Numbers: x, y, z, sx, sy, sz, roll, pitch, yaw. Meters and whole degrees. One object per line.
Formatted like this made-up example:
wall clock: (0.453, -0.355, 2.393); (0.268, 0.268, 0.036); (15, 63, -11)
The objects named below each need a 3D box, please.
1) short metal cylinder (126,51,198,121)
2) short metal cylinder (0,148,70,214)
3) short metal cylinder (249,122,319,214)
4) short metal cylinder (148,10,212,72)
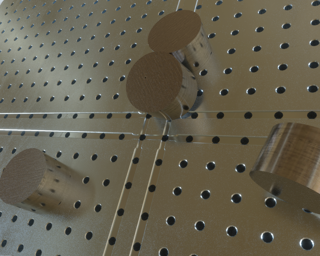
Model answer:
short metal cylinder: (0.003, -0.054, 0.409); (0.080, 0.050, 0.080); (-6, 77, 26)
short metal cylinder: (-0.176, 0.075, 0.436); (0.080, 0.050, 0.080); (-13, 56, 20)
short metal cylinder: (0.130, 0.038, 0.281); (0.080, 0.080, 0.050); (21, 73, 35)
short metal cylinder: (0.029, -0.124, 0.451); (0.080, 0.050, 0.080); (-13, 56, 20)
